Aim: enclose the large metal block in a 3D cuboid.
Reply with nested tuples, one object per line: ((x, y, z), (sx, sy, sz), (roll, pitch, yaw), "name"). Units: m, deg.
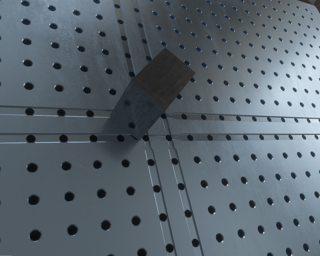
((-0.010, -0.042, 0.395), (0.050, 0.080, 0.080), (39, 51, -2), "large metal block")
